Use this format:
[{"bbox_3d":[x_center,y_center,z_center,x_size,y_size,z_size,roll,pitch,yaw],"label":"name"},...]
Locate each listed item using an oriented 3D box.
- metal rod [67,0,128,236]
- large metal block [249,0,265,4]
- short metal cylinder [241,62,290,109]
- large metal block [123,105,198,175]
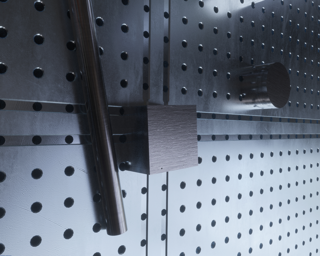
[{"bbox_3d":[-0.071,-0.024,0.350,0.025,0.025,0.298,-14,99,-40],"label":"metal rod"},{"bbox_3d":[0.188,-0.274,0.534,0.050,0.080,0.080,24,75,-38],"label":"large metal block"},{"bbox_3d":[0.190,-0.074,0.556,0.081,0.050,0.079,0,90,-40],"label":"short metal cylinder"},{"bbox_3d":[0.002,0.012,0.396,0.081,0.050,0.079,-4,93,-40],"label":"large metal block"}]
